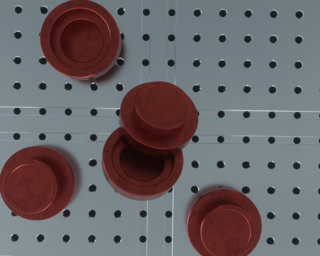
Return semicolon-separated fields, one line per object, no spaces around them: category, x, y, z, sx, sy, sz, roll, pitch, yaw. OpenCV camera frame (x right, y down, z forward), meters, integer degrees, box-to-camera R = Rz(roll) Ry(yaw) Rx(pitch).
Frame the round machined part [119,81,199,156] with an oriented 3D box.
round machined part;0.001;-0.019;0.383;0.099;0.042;0.098;6;60;-10

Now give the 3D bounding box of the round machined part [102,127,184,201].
round machined part;-0.023;0.044;0.391;0.099;0.042;0.098;6;60;-10

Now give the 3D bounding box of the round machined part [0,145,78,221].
round machined part;-0.161;0.072;0.404;0.099;0.042;0.097;0;90;0

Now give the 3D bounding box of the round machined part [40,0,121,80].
round machined part;-0.099;-0.111;0.404;0.099;0.042;0.097;0;90;0

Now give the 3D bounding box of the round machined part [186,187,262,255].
round machined part;0.085;0.129;0.405;0.099;0.042;0.097;0;90;0
